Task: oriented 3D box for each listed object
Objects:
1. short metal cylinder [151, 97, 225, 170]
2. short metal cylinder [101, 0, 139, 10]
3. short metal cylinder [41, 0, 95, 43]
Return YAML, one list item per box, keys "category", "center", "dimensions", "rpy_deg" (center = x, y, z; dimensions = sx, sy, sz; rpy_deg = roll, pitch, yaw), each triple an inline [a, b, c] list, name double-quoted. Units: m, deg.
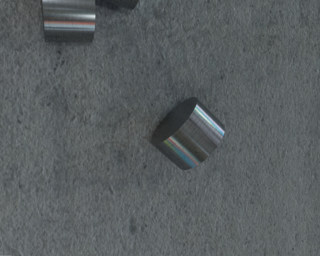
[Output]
- category: "short metal cylinder"
  center: [0.035, 0.007, 0.394]
  dimensions: [0.050, 0.080, 0.080]
  rpy_deg: [43, 76, -15]
- category: "short metal cylinder"
  center: [-0.047, -0.186, 0.363]
  dimensions: [0.050, 0.080, 0.080]
  rpy_deg: [12, 86, -20]
- category: "short metal cylinder"
  center: [-0.104, -0.135, 0.342]
  dimensions: [0.050, 0.080, 0.079]
  rpy_deg: [-5, 92, -20]
